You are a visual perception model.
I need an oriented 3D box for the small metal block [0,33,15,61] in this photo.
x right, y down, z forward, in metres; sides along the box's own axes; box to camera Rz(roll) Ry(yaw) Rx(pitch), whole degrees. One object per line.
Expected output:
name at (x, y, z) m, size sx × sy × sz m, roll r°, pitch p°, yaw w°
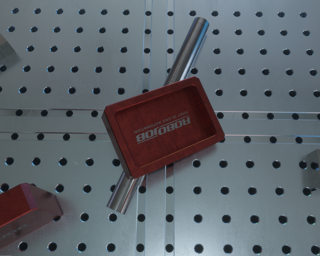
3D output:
small metal block at (-0.254, -0.121, 0.454) m, size 0.050 × 0.025 × 0.050 m, roll -41°, pitch 75°, yaw -14°

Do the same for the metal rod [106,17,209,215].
metal rod at (0.005, -0.029, 0.422) m, size 0.025 × 0.025 × 0.300 m, roll 22°, pitch 71°, yaw 7°

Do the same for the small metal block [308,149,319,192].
small metal block at (0.221, 0.056, 0.393) m, size 0.050 × 0.025 × 0.050 m, roll 5°, pitch 70°, yaw 1°

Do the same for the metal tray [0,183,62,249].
metal tray at (-0.184, 0.110, 0.335) m, size 0.131 × 0.090 × 0.030 m, roll -28°, pitch 73°, yaw -10°

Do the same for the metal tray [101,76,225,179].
metal tray at (0.005, -0.002, 0.385) m, size 0.131 × 0.030 × 0.090 m, roll -22°, pitch 84°, yaw -20°
